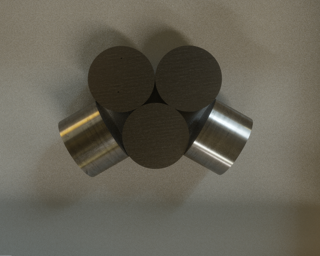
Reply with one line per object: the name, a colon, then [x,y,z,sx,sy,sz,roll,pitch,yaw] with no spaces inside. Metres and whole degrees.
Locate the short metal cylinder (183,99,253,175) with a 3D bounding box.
short metal cylinder: [0.070,0.011,0.382,0.050,0.080,0.080,30,90,0]

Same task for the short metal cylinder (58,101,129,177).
short metal cylinder: [-0.079,0.013,0.382,0.050,0.080,0.080,-30,90,0]

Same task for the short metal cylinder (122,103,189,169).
short metal cylinder: [-0.005,0.009,0.397,0.081,0.050,0.080,0,90,0]

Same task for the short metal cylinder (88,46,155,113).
short metal cylinder: [-0.046,-0.059,0.397,0.081,0.050,0.080,0,90,0]

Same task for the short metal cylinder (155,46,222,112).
short metal cylinder: [0.034,-0.060,0.397,0.081,0.050,0.080,0,90,0]
